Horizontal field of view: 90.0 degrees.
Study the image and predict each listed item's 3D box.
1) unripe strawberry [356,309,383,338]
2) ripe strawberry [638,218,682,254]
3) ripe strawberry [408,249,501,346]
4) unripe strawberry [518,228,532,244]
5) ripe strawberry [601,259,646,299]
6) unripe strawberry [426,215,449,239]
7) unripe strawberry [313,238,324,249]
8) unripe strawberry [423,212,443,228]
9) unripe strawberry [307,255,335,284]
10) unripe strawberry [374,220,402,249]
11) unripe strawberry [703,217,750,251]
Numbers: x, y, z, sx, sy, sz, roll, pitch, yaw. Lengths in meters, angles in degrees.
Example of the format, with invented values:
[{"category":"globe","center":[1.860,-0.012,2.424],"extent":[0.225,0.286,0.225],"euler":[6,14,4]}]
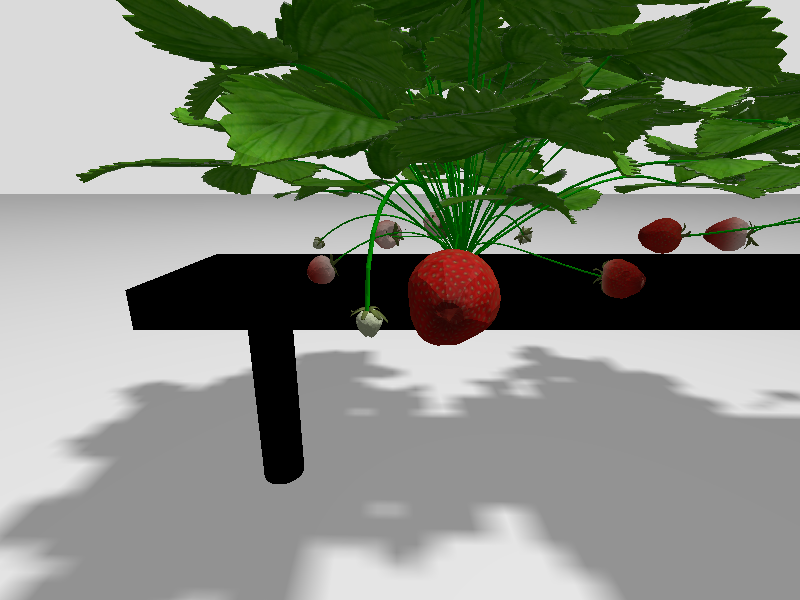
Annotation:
[{"category":"unripe strawberry","center":[-0.013,0.010,0.174],"extent":[0.011,0.012,0.013],"euler":[6,17,19]},{"category":"ripe strawberry","center":[0.273,-0.068,0.423],"extent":[0.038,0.037,0.035],"euler":[5,17,17]},{"category":"ripe strawberry","center":[0.024,0.001,0.181],"extent":[0.043,0.045,0.046],"euler":[3,17,10]},{"category":"unripe strawberry","center":[0.150,-0.077,0.479],"extent":[0.016,0.018,0.018],"euler":[12,6,34]},{"category":"ripe strawberry","center":[0.140,-0.013,0.251],"extent":[0.022,0.025,0.024],"euler":[-13,21,-37]},{"category":"unripe strawberry","center":[0.050,-0.094,0.514],"extent":[0.036,0.031,0.036],"euler":[0,16,-1]},{"category":"unripe strawberry","center":[-0.090,-0.062,0.440],"extent":[0.012,0.013,0.011],"euler":[-34,-5,35]},{"category":"unripe strawberry","center":[0.050,-0.106,0.552],"extent":[0.036,0.033,0.033],"euler":[0,16,-1]},{"category":"unripe strawberry","center":[-0.057,-0.021,0.288],"extent":[0.019,0.020,0.018],"euler":[-30,28,-22]},{"category":"unripe strawberry","center":[-0.016,-0.072,0.441],"extent":[0.035,0.031,0.032],"euler":[-12,20,-35]},{"category":"unripe strawberry","center":[0.353,-0.071,0.435],"extent":[0.038,0.037,0.035],"euler":[9,19,29]}]
